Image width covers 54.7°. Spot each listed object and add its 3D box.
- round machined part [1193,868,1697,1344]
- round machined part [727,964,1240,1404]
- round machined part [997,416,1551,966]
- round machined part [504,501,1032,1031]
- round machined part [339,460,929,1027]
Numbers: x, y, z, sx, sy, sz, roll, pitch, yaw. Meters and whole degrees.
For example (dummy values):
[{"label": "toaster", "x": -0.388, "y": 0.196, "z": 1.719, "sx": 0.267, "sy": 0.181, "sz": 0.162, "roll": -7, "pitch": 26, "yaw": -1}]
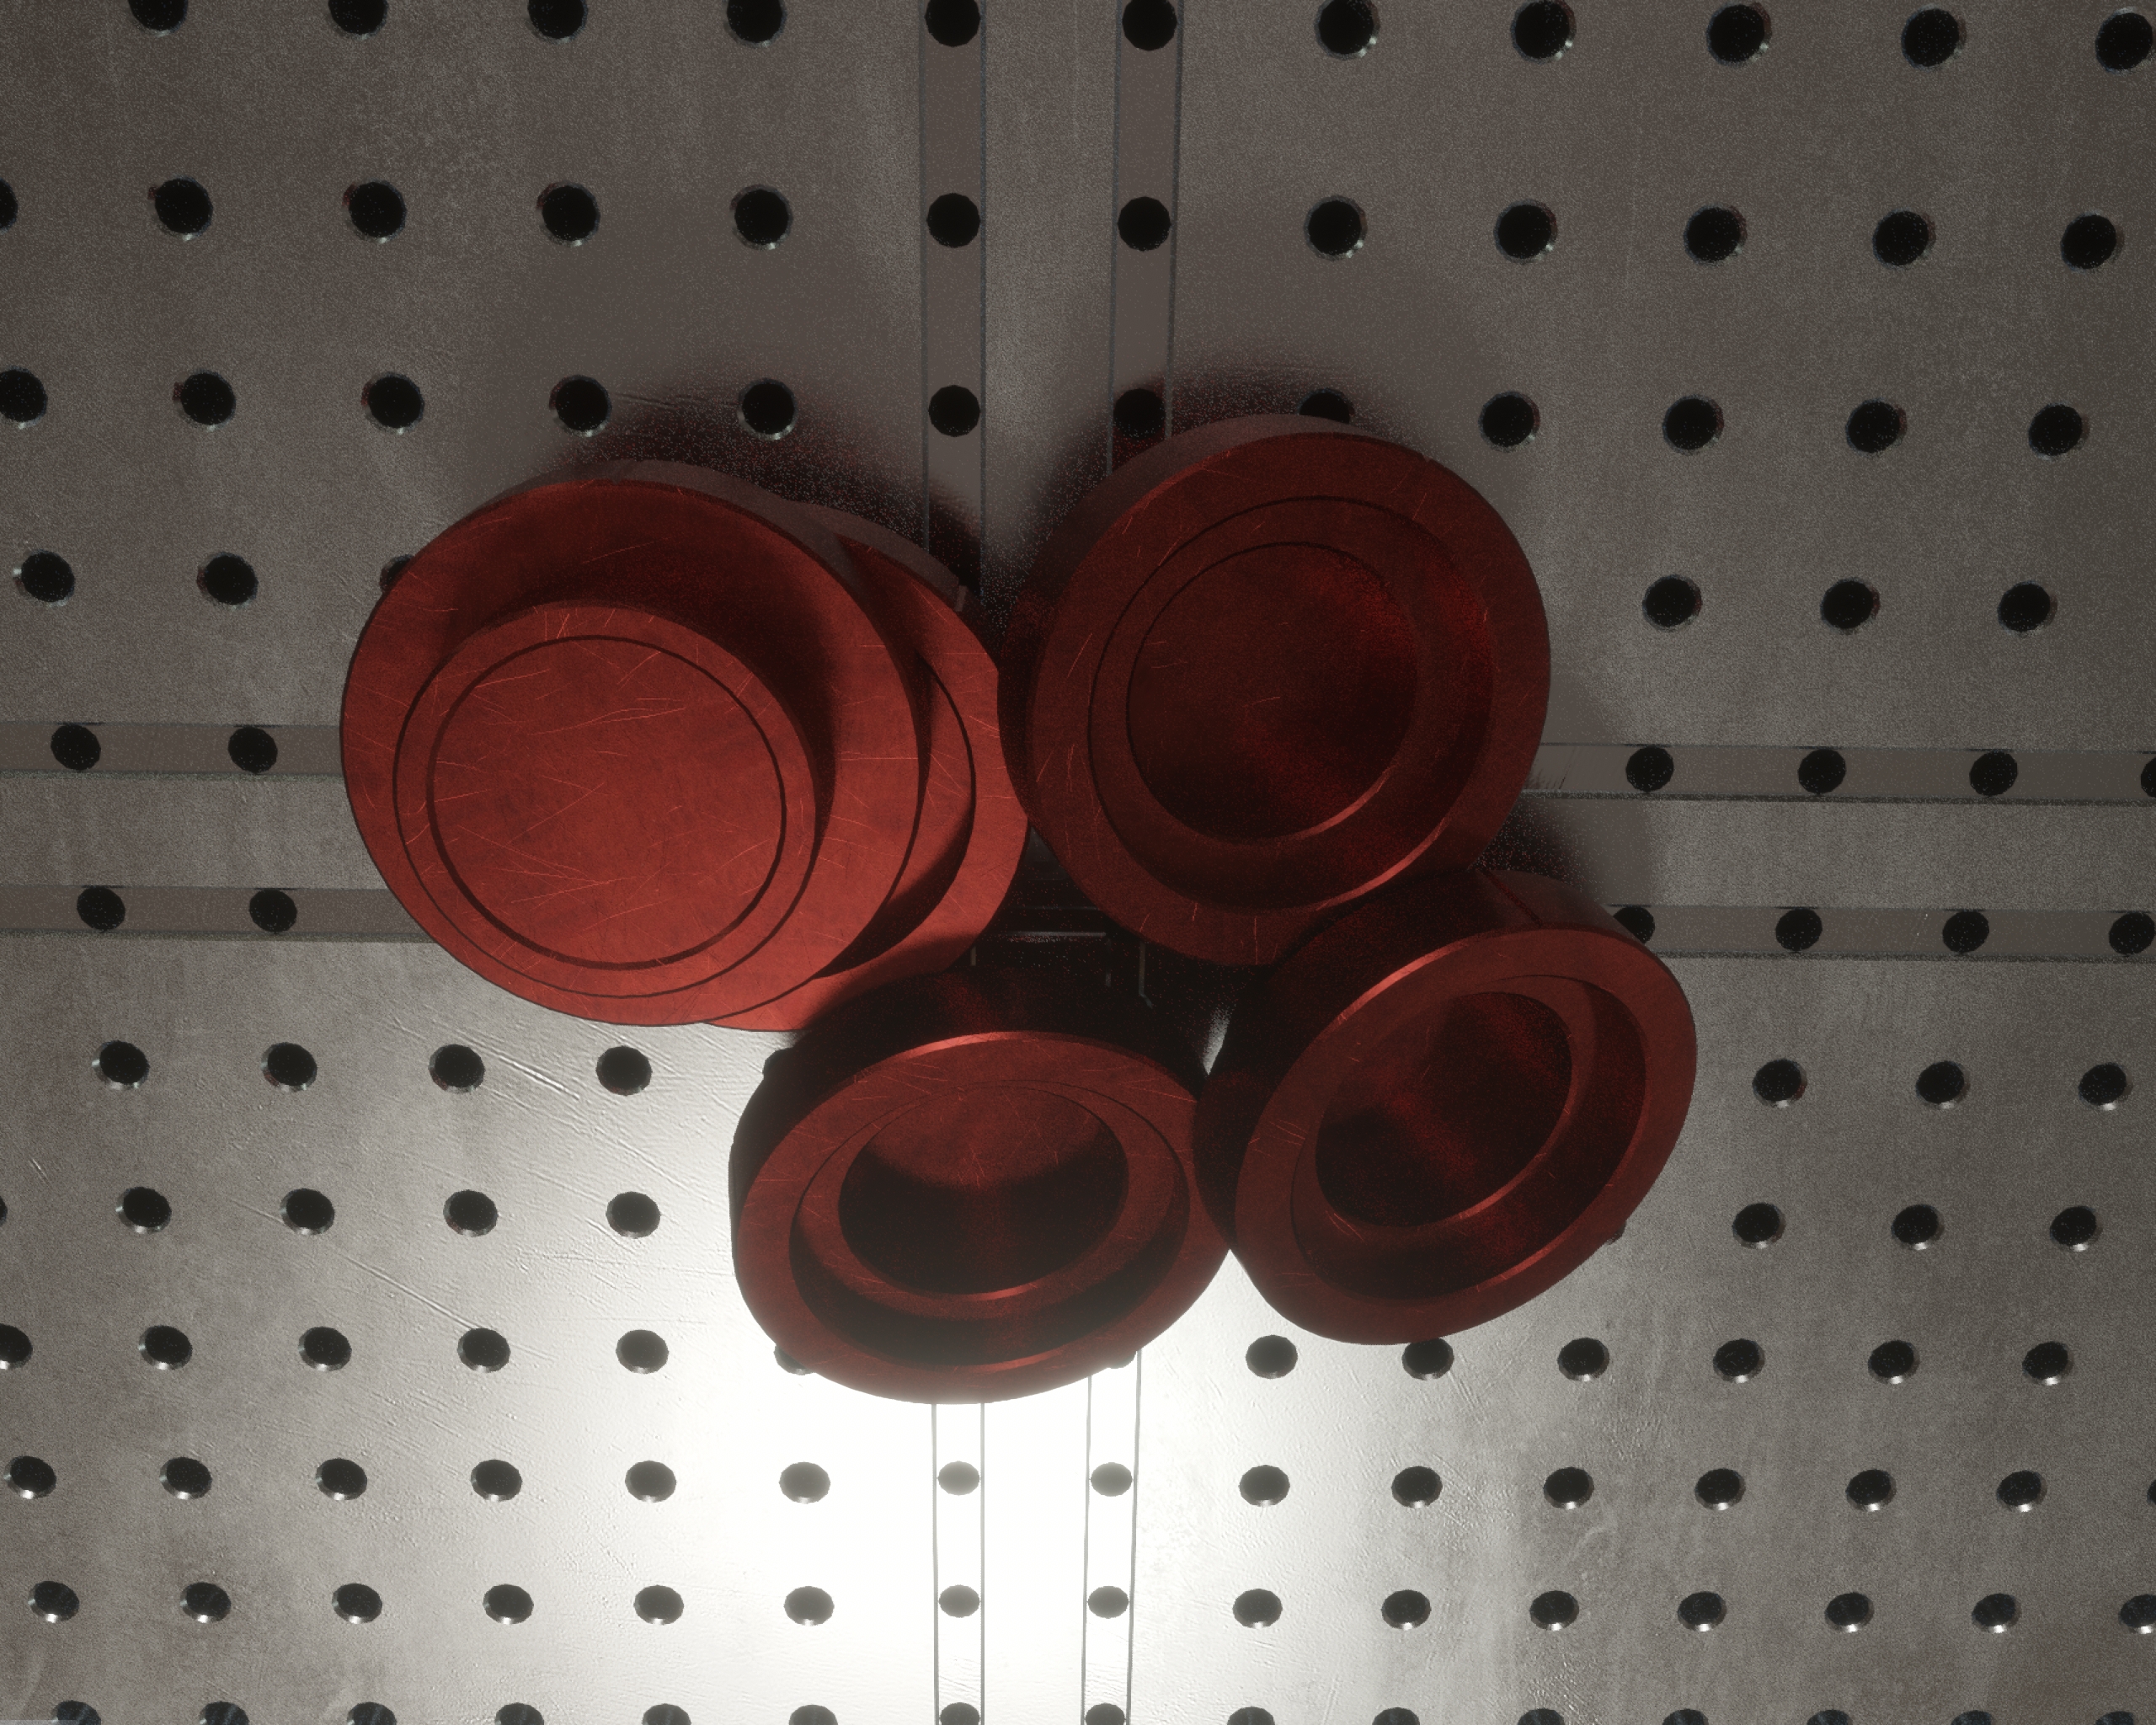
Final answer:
[{"label": "round machined part", "x": 0.067, "y": 0.043, "z": 0.409, "sx": 0.099, "sy": 0.042, "sz": 0.097, "roll": -11, "pitch": 123, "yaw": -18}, {"label": "round machined part", "x": -0.020, "y": 0.059, "z": 0.416, "sx": 0.099, "sy": 0.042, "sz": 0.097, "roll": -6, "pitch": 125, "yaw": -8}, {"label": "round machined part", "x": 0.033, "y": -0.034, "z": 0.383, "sx": 0.099, "sy": 0.042, "sz": 0.097, "roll": -6, "pitch": 112, "yaw": -16}, {"label": "round machined part", "x": -0.057, "y": -0.021, "z": 0.395, "sx": 0.099, "sy": 0.042, "sz": 0.097, "roll": 0, "pitch": 110, "yaw": -1}, {"label": "round machined part", "x": -0.075, "y": -0.016, "z": 0.352, "sx": 0.099, "sy": 0.042, "sz": 0.097, "roll": 0, "pitch": 110, "yaw": -1}]
